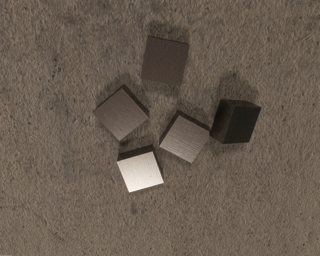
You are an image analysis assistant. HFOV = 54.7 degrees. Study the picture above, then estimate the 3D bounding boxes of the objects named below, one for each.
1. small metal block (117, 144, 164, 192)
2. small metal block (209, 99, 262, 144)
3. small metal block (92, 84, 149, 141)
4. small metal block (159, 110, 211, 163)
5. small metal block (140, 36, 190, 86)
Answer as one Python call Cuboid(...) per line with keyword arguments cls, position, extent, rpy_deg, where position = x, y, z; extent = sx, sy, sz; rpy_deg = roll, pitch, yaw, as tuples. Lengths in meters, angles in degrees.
Cuboid(cls="small metal block", position=(-0.026, 0.056, 0.430), extent=(0.050, 0.025, 0.050), rpy_deg=(-17, 110, 5))
Cuboid(cls="small metal block", position=(0.096, -0.008, 0.396), extent=(0.050, 0.025, 0.050), rpy_deg=(-1, 114, -36))
Cuboid(cls="small metal block", position=(-0.050, -0.020, 0.402), extent=(0.050, 0.025, 0.050), rpy_deg=(-38, 106, 12))
Cuboid(cls="small metal block", position=(0.033, 0.011, 0.414), extent=(0.050, 0.025, 0.050), rpy_deg=(28, 107, -11))
Cuboid(cls="small metal block", position=(0.006, -0.083, 0.379), extent=(0.050, 0.025, 0.050), rpy_deg=(10, 110, -4))
